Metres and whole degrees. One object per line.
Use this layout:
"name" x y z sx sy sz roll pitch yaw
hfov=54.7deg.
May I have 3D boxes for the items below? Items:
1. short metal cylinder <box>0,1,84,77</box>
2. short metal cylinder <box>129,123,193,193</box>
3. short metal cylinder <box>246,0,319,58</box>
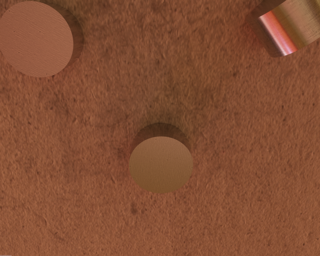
"short metal cylinder" -0.134 -0.103 0.357 0.081 0.050 0.079 0 110 -1
"short metal cylinder" 0.001 0.039 0.411 0.081 0.050 0.079 0 110 -1
"short metal cylinder" 0.143 -0.122 0.337 0.080 0.080 0.050 -37 106 12
